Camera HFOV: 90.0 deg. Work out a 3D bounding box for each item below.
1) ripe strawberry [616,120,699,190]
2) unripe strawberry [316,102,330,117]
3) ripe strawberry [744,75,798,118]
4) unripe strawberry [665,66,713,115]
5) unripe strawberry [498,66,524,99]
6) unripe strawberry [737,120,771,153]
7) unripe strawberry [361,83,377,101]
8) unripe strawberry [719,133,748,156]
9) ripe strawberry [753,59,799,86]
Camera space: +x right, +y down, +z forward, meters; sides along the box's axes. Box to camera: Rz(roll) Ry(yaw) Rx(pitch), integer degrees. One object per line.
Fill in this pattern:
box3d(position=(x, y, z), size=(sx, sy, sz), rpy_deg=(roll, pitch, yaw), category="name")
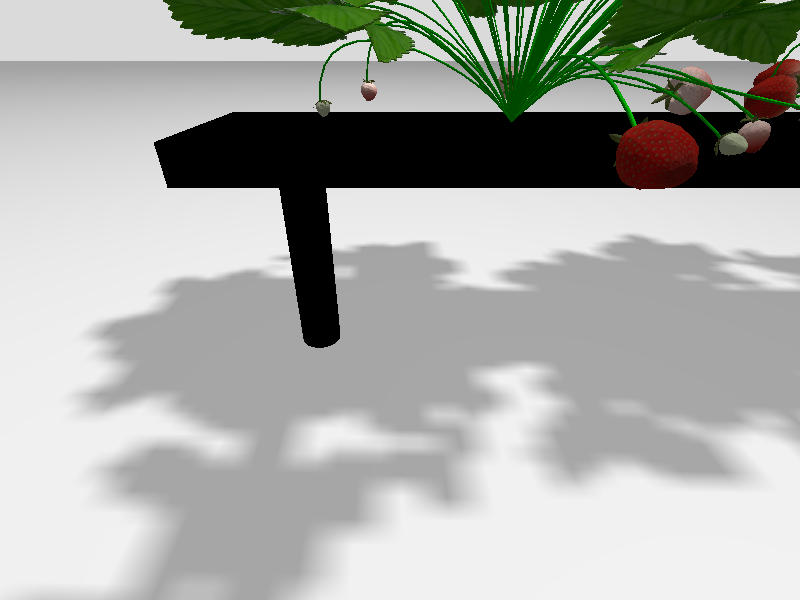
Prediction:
box3d(position=(0.100, -0.055, 0.155), size=(0.029, 0.025, 0.029), rpy_deg=(-2, 40, -3), category="ripe strawberry")
box3d(position=(-0.062, -0.154, 0.324), size=(0.012, 0.011, 0.010), rpy_deg=(1, 32, 2), category="unripe strawberry")
box3d(position=(0.306, -0.169, 0.334), size=(0.033, 0.033, 0.031), rpy_deg=(2, 32, 5), category="ripe strawberry")
box3d(position=(0.257, -0.185, 0.354), size=(0.039, 0.038, 0.036), rpy_deg=(-8, 33, -14), category="unripe strawberry")
box3d(position=(0.129, -0.248, 0.459), size=(0.032, 0.034, 0.035), rpy_deg=(7, 32, 11), category="unripe strawberry")
box3d(position=(0.199, -0.092, 0.225), size=(0.017, 0.017, 0.015), rpy_deg=(-28, 24, -37), category="unripe strawberry")
box3d(position=(-0.036, -0.237, 0.457), size=(0.018, 0.019, 0.019), rpy_deg=(-22, 38, -31), category="unripe strawberry")
box3d(position=(0.177, -0.082, 0.213), size=(0.013, 0.011, 0.013), rpy_deg=(-20, 48, -29), category="unripe strawberry")
box3d(position=(0.422, -0.246, 0.447), size=(0.044, 0.039, 0.040), rpy_deg=(-22, 37, -30), category="ripe strawberry")
